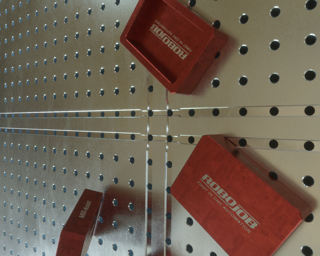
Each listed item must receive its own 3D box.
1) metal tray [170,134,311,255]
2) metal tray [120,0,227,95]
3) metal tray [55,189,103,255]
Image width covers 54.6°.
[{"bbox_3d":[0.080,0.078,0.341,0.130,0.030,0.090,43,116,31],"label":"metal tray"},{"bbox_3d":[0.011,-0.115,0.398,0.130,0.030,0.090,49,119,29],"label":"metal tray"},{"bbox_3d":[-0.117,0.156,0.447,0.030,0.130,0.089,15,103,-4],"label":"metal tray"}]
